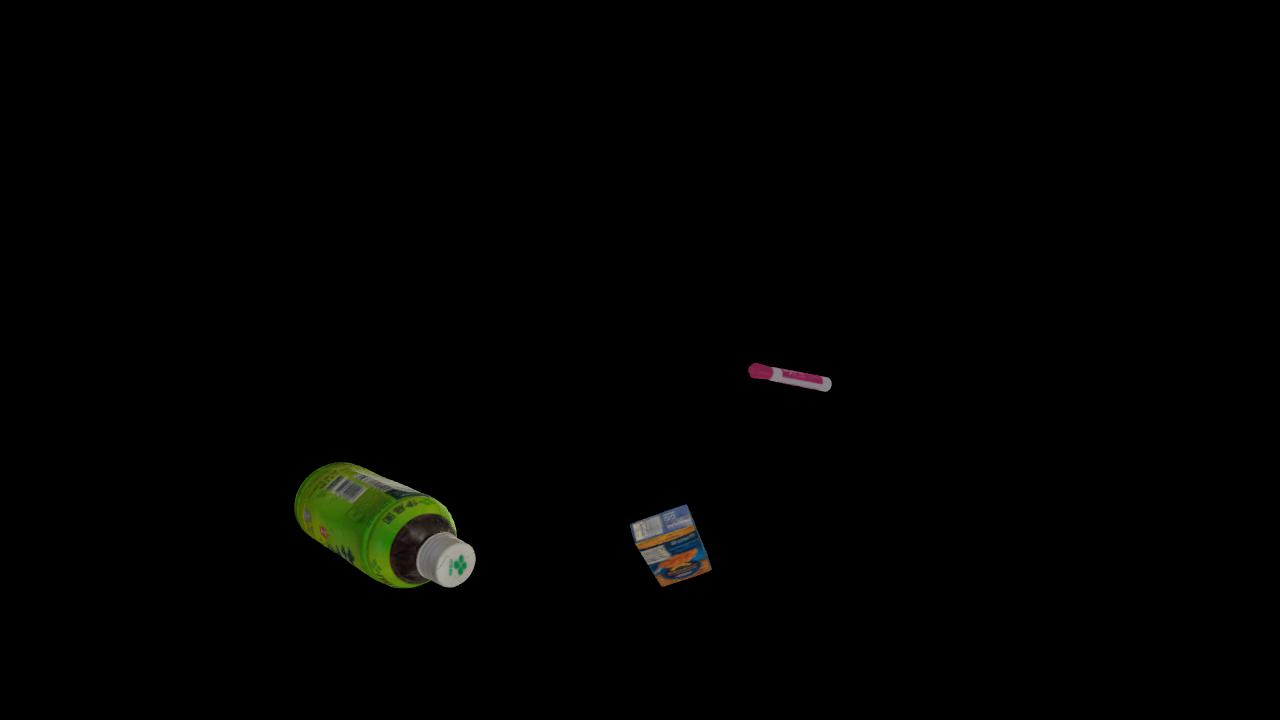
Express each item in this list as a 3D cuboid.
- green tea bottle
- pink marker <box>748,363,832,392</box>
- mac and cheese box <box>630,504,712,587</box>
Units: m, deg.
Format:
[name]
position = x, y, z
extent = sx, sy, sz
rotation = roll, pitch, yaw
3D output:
[green tea bottle]
position = -0.200, 0.130, 0.481
extent = 0.212, 0.073, 0.073
rotation = 3, 2, 44
[pink marker]
position = 0.183, 0.021, 0.750
extent = 0.121, 0.020, 0.020
rotation = 11, -5, -27
[mac and cheese box]
position = 0.052, 0.295, 0.963
extent = 0.093, 0.041, 0.184
rotation = -21, -41, 1
